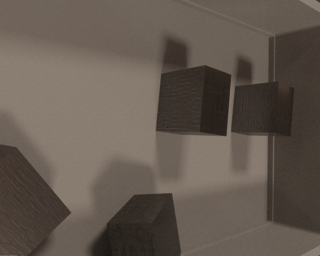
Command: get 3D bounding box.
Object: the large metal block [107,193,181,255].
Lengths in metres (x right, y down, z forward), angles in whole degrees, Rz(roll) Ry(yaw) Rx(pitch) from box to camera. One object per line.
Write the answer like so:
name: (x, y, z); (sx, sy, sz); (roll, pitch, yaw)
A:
large metal block: (-0.014, 0.129, 0.358); (0.080, 0.050, 0.079); (-31, 114, -71)

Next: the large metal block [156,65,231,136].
large metal block: (0.043, -0.032, 0.409); (0.050, 0.080, 0.080); (9, 84, -40)

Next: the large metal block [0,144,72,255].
large metal block: (-0.142, 0.072, 0.272); (0.080, 0.050, 0.080); (-45, 117, -31)

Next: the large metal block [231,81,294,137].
large metal block: (0.170, -0.029, 0.517); (0.050, 0.080, 0.080); (11, 83, -40)
